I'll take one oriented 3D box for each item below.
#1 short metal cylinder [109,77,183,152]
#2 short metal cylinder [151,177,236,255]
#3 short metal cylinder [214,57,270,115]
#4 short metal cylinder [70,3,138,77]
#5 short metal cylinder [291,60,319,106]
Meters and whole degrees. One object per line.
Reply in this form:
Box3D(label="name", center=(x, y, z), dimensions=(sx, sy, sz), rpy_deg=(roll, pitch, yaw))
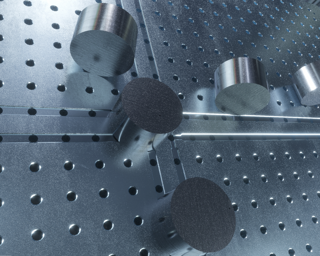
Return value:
Box3D(label="short metal cylinder", center=(-0.018, -0.017, 0.392), dimensions=(0.081, 0.050, 0.080), rpy_deg=(14, 56, -21))
Box3D(label="short metal cylinder", center=(0.037, 0.102, 0.349), dimensions=(0.081, 0.050, 0.080), rpy_deg=(14, 56, -21))
Box3D(label="short metal cylinder", center=(0.125, -0.062, 0.478), dimensions=(0.081, 0.080, 0.050), rpy_deg=(16, 55, -19))
Box3D(label="short metal cylinder", center=(-0.071, -0.113, 0.403), dimensions=(0.081, 0.080, 0.050), rpy_deg=(16, 56, -19))
Box3D(label="short metal cylinder", center=(0.297, -0.084, 0.584), dimensions=(0.081, 0.080, 0.050), rpy_deg=(2, 61, -27))
